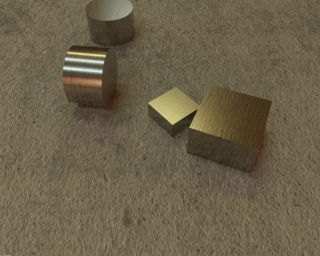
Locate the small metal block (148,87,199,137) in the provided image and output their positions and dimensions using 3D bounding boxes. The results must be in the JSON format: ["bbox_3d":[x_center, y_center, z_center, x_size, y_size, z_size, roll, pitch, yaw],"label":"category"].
[{"bbox_3d":[0.019,-0.023,0.423,0.050,0.025,0.050,-32,57,-24],"label":"small metal block"}]

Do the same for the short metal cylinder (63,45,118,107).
[{"bbox_3d":[-0.093,-0.071,0.427,0.050,0.080,0.080,6,50,5],"label":"short metal cylinder"}]

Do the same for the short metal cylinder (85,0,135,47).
[{"bbox_3d":[-0.086,-0.188,0.544,0.081,0.050,0.080,0,50,0],"label":"short metal cylinder"}]

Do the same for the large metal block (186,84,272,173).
[{"bbox_3d":[0.086,-0.001,0.388,0.080,0.050,0.080,18,52,14],"label":"large metal block"}]
